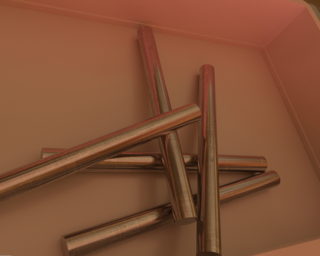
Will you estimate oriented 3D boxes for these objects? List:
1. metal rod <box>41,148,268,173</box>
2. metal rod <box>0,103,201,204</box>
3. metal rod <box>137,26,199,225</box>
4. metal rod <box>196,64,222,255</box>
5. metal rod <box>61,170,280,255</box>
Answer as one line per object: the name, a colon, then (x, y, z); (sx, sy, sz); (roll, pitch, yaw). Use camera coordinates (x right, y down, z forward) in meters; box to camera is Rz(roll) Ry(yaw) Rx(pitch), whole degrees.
metal rod: (0.013, 0.043, 0.386); (0.303, 0.025, 0.025); (4, 60, -26)
metal rod: (-0.078, 0.028, 0.313); (0.302, 0.025, 0.025); (-22, 74, -31)
metal rod: (0.002, -0.026, 0.400); (0.025, 0.025, 0.299); (6, 53, -25)
metal rod: (0.062, 0.016, 0.404); (0.025, 0.025, 0.300); (22, 46, -15)
metal rod: (0.038, 0.093, 0.369); (0.303, 0.025, 0.025); (-9, 66, -32)
